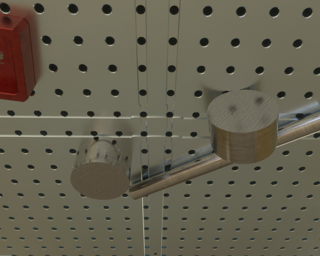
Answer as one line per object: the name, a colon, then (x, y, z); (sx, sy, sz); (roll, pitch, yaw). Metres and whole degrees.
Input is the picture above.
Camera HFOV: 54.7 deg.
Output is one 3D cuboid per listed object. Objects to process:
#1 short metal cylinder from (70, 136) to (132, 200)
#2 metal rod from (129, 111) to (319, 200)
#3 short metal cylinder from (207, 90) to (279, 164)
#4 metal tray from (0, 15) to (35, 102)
short metal cylinder: (-0.082, 0.058, 0.444); (0.080, 0.050, 0.079); (0, 130, 0)
metal rod: (0.087, 0.046, 0.451); (0.300, 0.025, 0.025); (-24, 126, 19)
short metal cylinder: (0.100, -0.003, 0.374); (0.080, 0.080, 0.050); (-8, 130, 7)
metal tray: (-0.211, -0.080, 0.337); (0.131, 0.030, 0.089); (7, 130, -6)
